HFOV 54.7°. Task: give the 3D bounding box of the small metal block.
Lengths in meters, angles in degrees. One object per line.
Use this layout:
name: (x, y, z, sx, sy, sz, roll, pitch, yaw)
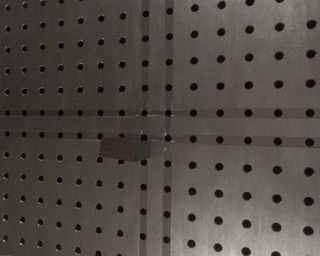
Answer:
small metal block: (-0.045, 0.027, 0.414, 0.050, 0.050, 0.025, 7, 93, 19)
